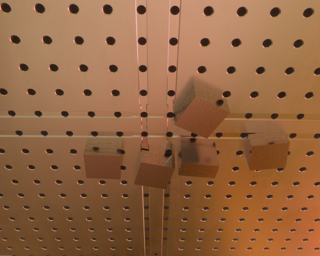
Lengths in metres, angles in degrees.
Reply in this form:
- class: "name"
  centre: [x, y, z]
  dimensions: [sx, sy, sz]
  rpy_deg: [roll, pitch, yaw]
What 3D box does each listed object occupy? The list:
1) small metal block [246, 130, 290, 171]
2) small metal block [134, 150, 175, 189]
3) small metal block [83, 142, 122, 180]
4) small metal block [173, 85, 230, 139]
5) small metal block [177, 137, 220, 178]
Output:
- class: "small metal block"
  centre: [0.152, 0.033, 0.440]
  dimensions: [0.050, 0.025, 0.050]
  rpy_deg: [-6, 130, 5]
- class: "small metal block"
  centre: [-0.009, 0.063, 0.465]
  dimensions: [0.050, 0.025, 0.050]
  rpy_deg: [11, 129, -10]
- class: "small metal block"
  centre: [-0.082, 0.048, 0.452]
  dimensions: [0.050, 0.025, 0.050]
  rpy_deg: [3, 130, -3]
- class: "small metal block"
  centre: [0.052, -0.019, 0.395]
  dimensions: [0.050, 0.025, 0.050]
  rpy_deg: [23, 127, -18]
- class: "small metal block"
  centre: [0.051, 0.041, 0.430]
  dimensions: [0.050, 0.050, 0.025]
  rpy_deg: [6, 130, -5]
